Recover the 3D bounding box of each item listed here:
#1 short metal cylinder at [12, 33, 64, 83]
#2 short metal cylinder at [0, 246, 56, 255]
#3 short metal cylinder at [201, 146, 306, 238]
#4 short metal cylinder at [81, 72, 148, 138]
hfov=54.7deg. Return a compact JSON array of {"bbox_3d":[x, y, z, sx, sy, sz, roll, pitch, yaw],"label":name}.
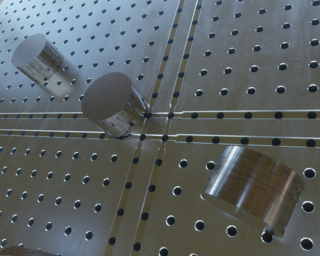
[{"bbox_3d":[-0.233,-0.134,0.593,0.080,0.050,0.080,-13,57,20],"label":"short metal cylinder"},{"bbox_3d":[-0.161,0.184,0.362,0.080,0.050,0.080,-13,56,20],"label":"short metal cylinder"},{"bbox_3d":[0.086,0.059,0.291,0.080,0.080,0.050,21,73,35],"label":"short metal cylinder"},{"bbox_3d":[-0.064,-0.033,0.444,0.080,0.050,0.080,-13,56,21],"label":"short metal cylinder"}]
